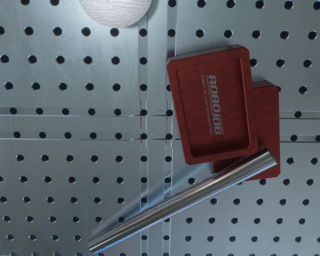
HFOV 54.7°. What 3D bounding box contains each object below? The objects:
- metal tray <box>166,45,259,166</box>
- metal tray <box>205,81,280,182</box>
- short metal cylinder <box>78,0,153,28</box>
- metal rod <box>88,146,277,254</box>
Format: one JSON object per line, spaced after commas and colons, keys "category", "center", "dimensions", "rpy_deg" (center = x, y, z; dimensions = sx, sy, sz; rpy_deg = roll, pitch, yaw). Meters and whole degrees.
{"category": "metal tray", "center": [0.063, -0.026, 0.369], "dimensions": [0.090, 0.030, 0.129], "rpy_deg": [-11, 110, 3]}
{"category": "metal tray", "center": [0.110, 0.008, 0.415], "dimensions": [0.091, 0.030, 0.129], "rpy_deg": [-8, 110, 2]}
{"category": "short metal cylinder", "center": [-0.047, -0.154, 0.343], "dimensions": [0.081, 0.050, 0.079], "rpy_deg": [0, 110, 0]}
{"category": "metal rod", "center": [0.018, 0.108, 0.431], "dimensions": [0.300, 0.025, 0.025], "rpy_deg": [-32, 107, 19]}
